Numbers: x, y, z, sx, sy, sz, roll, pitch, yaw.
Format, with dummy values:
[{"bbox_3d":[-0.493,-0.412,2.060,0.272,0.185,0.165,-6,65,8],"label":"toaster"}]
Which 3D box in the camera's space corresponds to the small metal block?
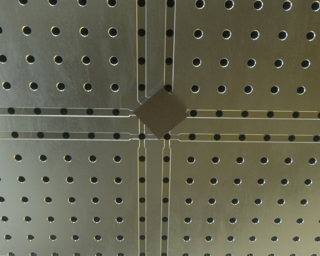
[{"bbox_3d":[0.001,-0.022,0.405,0.050,0.025,0.050,-40,106,13],"label":"small metal block"}]
